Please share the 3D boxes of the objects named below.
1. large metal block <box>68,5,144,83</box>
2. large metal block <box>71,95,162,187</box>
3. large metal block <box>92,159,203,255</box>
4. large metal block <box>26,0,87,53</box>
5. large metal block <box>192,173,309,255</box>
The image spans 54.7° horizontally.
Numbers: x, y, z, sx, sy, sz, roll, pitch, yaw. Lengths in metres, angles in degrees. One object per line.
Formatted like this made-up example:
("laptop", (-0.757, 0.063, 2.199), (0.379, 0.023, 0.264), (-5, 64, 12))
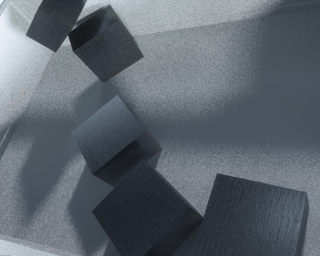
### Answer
("large metal block", (-0.085, -0.132, 0.494), (0.080, 0.080, 0.050), (-32, 52, 7))
("large metal block", (-0.058, 0.017, 0.408), (0.080, 0.050, 0.080), (-40, 51, 1))
("large metal block", (-0.013, 0.095, 0.337), (0.080, 0.050, 0.080), (-46, 51, -4))
("large metal block", (-0.157, -0.177, 0.478), (0.080, 0.050, 0.080), (-23, 45, 52))
("large metal block", (0.086, 0.095, 0.286), (0.080, 0.050, 0.080), (8, 66, 31))
